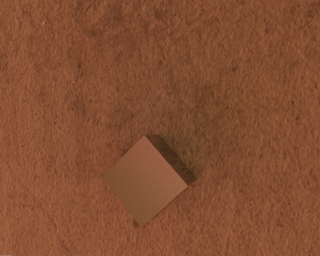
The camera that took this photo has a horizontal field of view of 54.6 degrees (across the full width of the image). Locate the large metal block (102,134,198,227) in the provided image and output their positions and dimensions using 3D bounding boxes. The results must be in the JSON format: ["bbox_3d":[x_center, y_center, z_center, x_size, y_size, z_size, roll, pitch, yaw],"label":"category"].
[{"bbox_3d":[-0.012,0.065,0.400,0.080,0.050,0.080,-45,76,14],"label":"large metal block"}]
